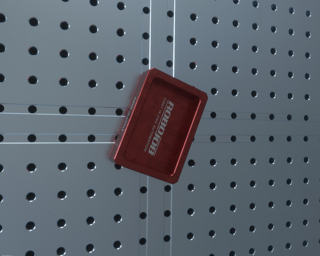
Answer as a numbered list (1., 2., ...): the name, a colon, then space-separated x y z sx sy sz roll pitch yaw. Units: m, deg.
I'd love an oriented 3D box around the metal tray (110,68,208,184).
1. metal tray: 0.000 -0.002 0.409 0.090 0.030 0.130 23 83 -19
